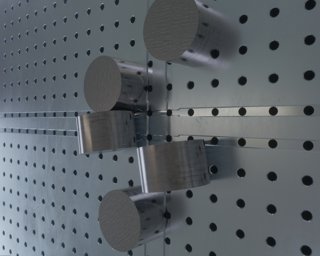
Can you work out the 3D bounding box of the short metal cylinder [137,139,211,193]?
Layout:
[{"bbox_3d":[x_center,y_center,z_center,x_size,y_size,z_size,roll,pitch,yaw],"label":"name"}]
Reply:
[{"bbox_3d":[0.015,0.044,0.361,0.080,0.081,0.050,-13,82,39],"label":"short metal cylinder"}]

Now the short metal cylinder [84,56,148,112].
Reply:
[{"bbox_3d":[-0.065,-0.060,0.447,0.080,0.050,0.079,0,90,40],"label":"short metal cylinder"}]

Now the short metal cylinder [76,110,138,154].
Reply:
[{"bbox_3d":[-0.074,0.008,0.435,0.080,0.081,0.050,-12,83,39],"label":"short metal cylinder"}]

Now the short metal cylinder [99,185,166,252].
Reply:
[{"bbox_3d":[-0.039,0.121,0.425,0.080,0.050,0.079,0,90,40],"label":"short metal cylinder"}]

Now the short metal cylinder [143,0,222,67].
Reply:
[{"bbox_3d":[0.026,-0.116,0.371,0.080,0.050,0.079,0,90,40],"label":"short metal cylinder"}]
